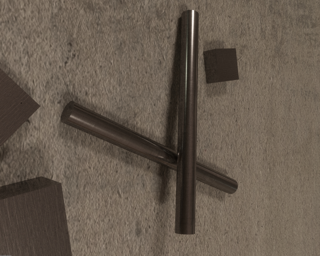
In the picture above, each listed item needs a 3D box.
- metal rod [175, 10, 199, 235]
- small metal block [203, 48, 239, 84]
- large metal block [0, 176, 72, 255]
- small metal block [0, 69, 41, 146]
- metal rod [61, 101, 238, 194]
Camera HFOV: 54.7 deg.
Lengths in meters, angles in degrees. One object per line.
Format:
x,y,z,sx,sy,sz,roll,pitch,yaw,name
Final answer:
0.037,-0.016,0.413,0.025,0.025,0.299,12,75,-40,metal rod
0.097,-0.098,0.488,0.050,0.025,0.050,-13,99,-40,small metal block
-0.132,0.095,0.279,0.081,0.050,0.079,-11,97,-40,large metal block
-0.149,-0.019,0.281,0.050,0.025,0.050,50,60,-29,small metal block
0.010,0.039,0.414,0.301,0.025,0.025,28,73,-37,metal rod
